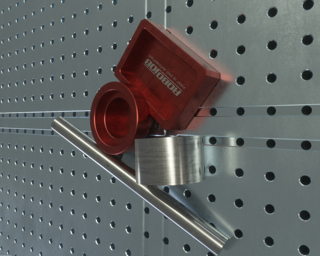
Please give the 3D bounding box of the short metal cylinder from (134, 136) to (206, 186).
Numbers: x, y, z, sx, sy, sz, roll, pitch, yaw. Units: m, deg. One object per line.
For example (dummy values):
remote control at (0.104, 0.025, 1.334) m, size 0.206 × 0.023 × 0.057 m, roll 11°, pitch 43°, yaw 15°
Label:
short metal cylinder at (0.011, 0.036, 0.361) m, size 0.080 × 0.081 × 0.050 m, roll -5°, pitch 87°, yaw 39°

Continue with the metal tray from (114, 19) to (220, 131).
metal tray at (0.003, -0.069, 0.401) m, size 0.130 × 0.030 × 0.089 m, roll 48°, pitch 118°, yaw 29°

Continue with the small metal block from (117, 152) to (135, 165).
small metal block at (-0.066, 0.038, 0.461) m, size 0.050 × 0.025 × 0.050 m, roll 35°, pitch 111°, yaw 34°

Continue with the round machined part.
round machined part at (-0.050, -0.013, 0.427) m, size 0.098 × 0.042 × 0.097 m, roll 0°, pitch 90°, yaw 41°

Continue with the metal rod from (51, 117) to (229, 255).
metal rod at (-0.043, 0.064, 0.416) m, size 0.300 × 0.025 × 0.025 m, roll 32°, pitch 110°, yaw 26°
